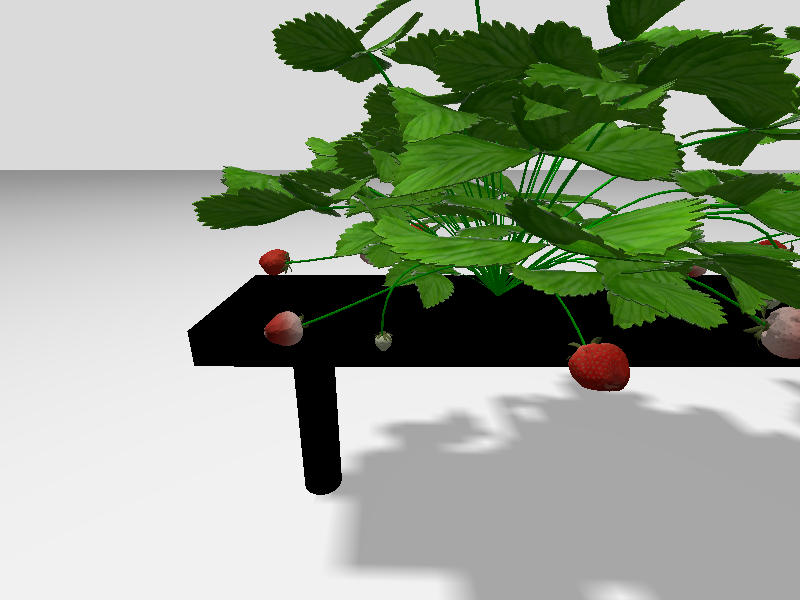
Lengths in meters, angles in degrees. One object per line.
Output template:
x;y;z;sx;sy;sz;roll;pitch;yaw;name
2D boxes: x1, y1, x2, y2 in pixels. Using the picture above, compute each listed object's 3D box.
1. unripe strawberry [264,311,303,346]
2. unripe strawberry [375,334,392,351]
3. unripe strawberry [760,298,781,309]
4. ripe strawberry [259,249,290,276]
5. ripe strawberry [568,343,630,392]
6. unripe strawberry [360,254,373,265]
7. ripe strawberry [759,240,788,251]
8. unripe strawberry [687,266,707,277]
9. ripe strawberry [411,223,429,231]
-0.079;0.020;0.270;0.025;0.024;0.023;-12;23;-29;unripe strawberry
-0.011;0.028;0.265;0.011;0.012;0.012;17;26;39;unripe strawberry
0.299;0.000;0.325;0.016;0.015;0.014;4;20;11;unripe strawberry
-0.136;-0.041;0.431;0.031;0.027;0.031;5;20;16;ripe strawberry
0.107;0.037;0.214;0.030;0.027;0.027;-2;29;-6;ripe strawberry
-0.037;-0.055;0.477;0.028;0.027;0.026;-2;13;45;unripe strawberry
0.398;-0.048;0.438;0.037;0.036;0.040;10;22;27;ripe strawberry
0.312;-0.035;0.426;0.023;0.020;0.023;-35;6;24;unripe strawberry
0.022;-0.083;0.537;0.039;0.041;0.042;-7;20;-19;ripe strawberry
